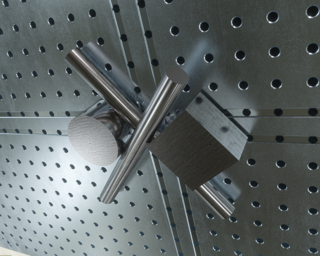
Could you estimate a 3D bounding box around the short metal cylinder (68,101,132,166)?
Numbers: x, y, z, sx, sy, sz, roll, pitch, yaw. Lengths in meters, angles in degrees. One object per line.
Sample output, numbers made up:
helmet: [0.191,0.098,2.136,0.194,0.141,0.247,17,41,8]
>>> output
short metal cylinder: [-0.081,0.007,0.437,0.080,0.050,0.079,13,124,21]

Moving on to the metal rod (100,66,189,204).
metal rod: [-0.036,0.033,0.419,0.025,0.025,0.298,36,137,4]

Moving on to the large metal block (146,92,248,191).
large metal block: [0.044,0.017,0.376,0.080,0.050,0.080,44,129,-2]

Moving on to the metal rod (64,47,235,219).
metal rod: [-0.011,0.010,0.417,0.300,0.025,0.025,45,129,-4]
